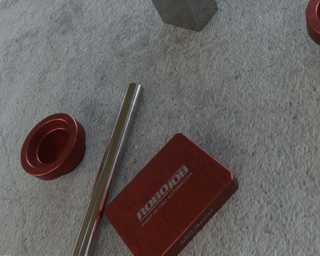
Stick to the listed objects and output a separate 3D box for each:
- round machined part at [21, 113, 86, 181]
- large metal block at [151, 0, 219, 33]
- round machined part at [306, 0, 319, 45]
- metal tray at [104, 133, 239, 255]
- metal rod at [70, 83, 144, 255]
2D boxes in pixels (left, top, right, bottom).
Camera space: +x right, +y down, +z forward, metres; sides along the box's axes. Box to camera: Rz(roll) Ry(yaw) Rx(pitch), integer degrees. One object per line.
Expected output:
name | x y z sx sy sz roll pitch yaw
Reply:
round machined part | -0.148 0.030 0.450 0.098 0.042 0.098 -13 56 20
large metal block | 0.032 -0.201 0.473 0.080 0.080 0.050 30 78 37
round machined part | 0.221 -0.124 0.353 0.098 0.042 0.098 -13 56 20
metal tray | 0.011 0.079 0.346 0.130 0.030 0.090 -46 52 -5
metal rod | -0.071 0.072 0.394 0.025 0.025 0.300 1 62 28
